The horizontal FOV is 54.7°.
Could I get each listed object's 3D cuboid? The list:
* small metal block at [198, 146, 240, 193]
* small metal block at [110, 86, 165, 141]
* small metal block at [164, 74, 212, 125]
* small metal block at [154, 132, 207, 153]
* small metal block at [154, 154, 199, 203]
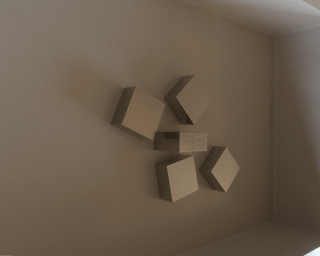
[{"bbox_3d":[0.094,0.064,0.485,0.050,0.025,0.050,-52,120,-27],"label":"small metal block"},{"bbox_3d":[-0.026,-0.017,0.384,0.050,0.025,0.050,29,72,-36],"label":"small metal block"},{"bbox_3d":[0.040,-0.040,0.440,0.050,0.025,0.050,-51,120,-28],"label":"small metal block"},{"bbox_3d":[0.027,0.018,0.413,0.050,0.050,0.025,0,90,-40],"label":"small metal block"},{"bbox_3d":[0.023,0.068,0.426,0.050,0.025,0.050,-15,100,-39],"label":"small metal block"}]
